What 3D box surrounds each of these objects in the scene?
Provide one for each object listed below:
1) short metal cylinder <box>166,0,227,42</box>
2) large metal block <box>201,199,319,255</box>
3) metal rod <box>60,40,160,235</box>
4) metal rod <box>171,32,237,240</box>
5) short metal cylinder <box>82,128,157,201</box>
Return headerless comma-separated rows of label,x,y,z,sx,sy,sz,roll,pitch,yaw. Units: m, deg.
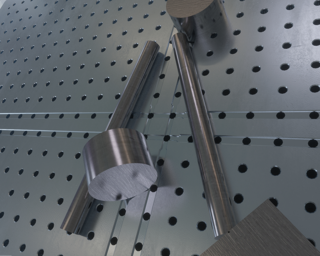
short metal cylinder,0.056,-0.180,0.473,0.080,0.050,0.080,-13,56,21
large metal block,0.095,0.123,0.267,0.080,0.050,0.080,-40,51,1
metal rod,-0.063,-0.001,0.441,0.025,0.025,0.300,8,65,31
metal rod,0.048,-0.015,0.391,0.025,0.025,0.299,-20,54,16
short metal cylinder,-0.049,0.045,0.371,0.080,0.080,0.050,-28,52,10
